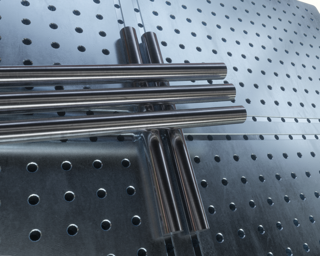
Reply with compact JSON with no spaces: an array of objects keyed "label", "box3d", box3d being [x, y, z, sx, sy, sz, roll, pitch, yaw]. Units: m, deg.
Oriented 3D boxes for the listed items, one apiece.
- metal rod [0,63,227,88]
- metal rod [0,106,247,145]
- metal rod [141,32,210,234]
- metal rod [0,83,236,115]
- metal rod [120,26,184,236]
[{"label":"metal rod","box3d":[-0.047,-0.070,0.400,0.303,0.025,0.025,-6,65,-22]},{"label":"metal rod","box3d":[-0.029,-0.007,0.371,0.303,0.025,0.025,-5,64,-21]},{"label":"metal rod","box3d":[0.014,-0.011,0.424,0.025,0.025,0.299,1,61,-28]},{"label":"metal rod","box3d":[-0.038,-0.038,0.386,0.303,0.025,0.025,-5,64,-22]},{"label":"metal rod","box3d":[-0.017,-0.014,0.409,0.025,0.025,0.299,1,61,-28]}]
